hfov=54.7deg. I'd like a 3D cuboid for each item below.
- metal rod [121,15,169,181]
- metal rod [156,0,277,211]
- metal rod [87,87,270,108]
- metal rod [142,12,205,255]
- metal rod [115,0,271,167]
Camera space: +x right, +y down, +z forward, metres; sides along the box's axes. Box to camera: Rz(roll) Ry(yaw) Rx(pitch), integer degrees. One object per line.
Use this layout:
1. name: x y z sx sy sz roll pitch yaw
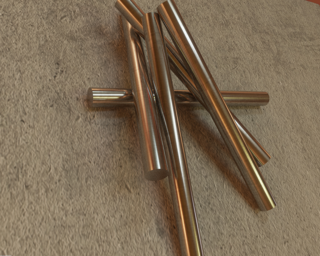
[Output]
1. metal rod: -0.027 -0.070 0.402 0.025 0.025 0.300 8 49 -24
2. metal rod: 0.076 -0.026 0.407 0.025 0.025 0.299 -32 96 -38
3. metal rod: 0.046 -0.044 0.454 0.303 0.025 0.025 -3 63 -30
4. metal rod: 0.012 -0.002 0.373 0.025 0.025 0.299 -2 74 -29
5. metal rod: 0.046 -0.065 0.433 0.300 0.025 0.025 48 51 -1
